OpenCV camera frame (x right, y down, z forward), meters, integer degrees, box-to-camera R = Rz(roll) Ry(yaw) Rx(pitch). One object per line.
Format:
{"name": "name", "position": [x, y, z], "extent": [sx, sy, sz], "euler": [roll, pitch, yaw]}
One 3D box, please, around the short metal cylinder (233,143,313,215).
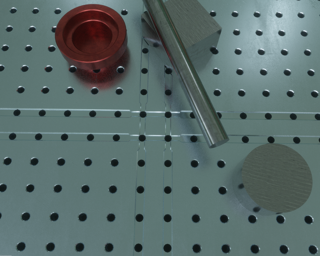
{"name": "short metal cylinder", "position": [0.134, 0.064, 0.377], "extent": [0.081, 0.050, 0.080], "euler": [0, 70, 0]}

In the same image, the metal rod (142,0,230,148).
{"name": "metal rod", "position": [0.014, -0.114, 0.400], "extent": [0.025, 0.025, 0.299], "euler": [-20, 72, -7]}

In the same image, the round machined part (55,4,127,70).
{"name": "round machined part", "position": [-0.096, -0.126, 0.448], "extent": [0.099, 0.042, 0.098], "euler": [0, 70, -1]}

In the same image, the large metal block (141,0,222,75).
{"name": "large metal block", "position": [0.029, -0.138, 0.449], "extent": [0.080, 0.050, 0.080], "euler": [-32, 73, -11]}
